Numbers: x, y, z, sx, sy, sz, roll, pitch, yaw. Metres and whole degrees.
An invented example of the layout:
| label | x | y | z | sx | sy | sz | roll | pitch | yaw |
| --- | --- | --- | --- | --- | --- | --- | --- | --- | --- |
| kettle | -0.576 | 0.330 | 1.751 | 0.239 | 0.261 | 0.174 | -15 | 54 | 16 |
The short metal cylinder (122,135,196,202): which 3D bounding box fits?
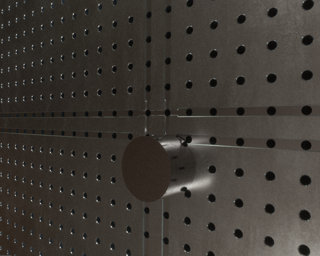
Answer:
| label | x | y | z | sx | sy | sz | roll | pitch | yaw |
| --- | --- | --- | --- | --- | --- | --- | --- | --- | --- |
| short metal cylinder | -0.002 | 0.049 | 0.393 | 0.080 | 0.050 | 0.079 | 0 | 91 | 39 |
